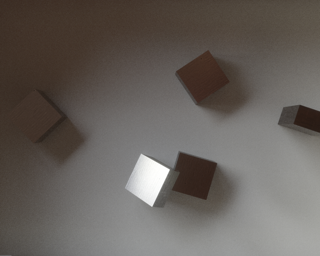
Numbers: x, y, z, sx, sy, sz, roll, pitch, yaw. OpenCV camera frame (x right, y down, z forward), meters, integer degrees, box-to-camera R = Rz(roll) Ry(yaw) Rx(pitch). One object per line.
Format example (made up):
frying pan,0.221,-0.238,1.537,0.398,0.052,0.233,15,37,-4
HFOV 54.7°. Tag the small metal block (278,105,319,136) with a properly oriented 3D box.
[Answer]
small metal block,0.190,-0.009,0.401,0.050,0.050,0.025,18,90,-1

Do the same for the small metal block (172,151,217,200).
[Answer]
small metal block,0.043,0.062,0.412,0.050,0.025,0.050,16,90,-1

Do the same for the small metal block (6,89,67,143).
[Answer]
small metal block,-0.161,-0.015,0.409,0.050,0.025,0.050,-44,91,0

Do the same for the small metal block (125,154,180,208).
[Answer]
small metal block,-0.010,0.067,0.399,0.050,0.025,0.050,25,90,36

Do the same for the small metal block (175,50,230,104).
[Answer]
small metal block,0.056,-0.066,0.412,0.050,0.025,0.050,-34,90,0
